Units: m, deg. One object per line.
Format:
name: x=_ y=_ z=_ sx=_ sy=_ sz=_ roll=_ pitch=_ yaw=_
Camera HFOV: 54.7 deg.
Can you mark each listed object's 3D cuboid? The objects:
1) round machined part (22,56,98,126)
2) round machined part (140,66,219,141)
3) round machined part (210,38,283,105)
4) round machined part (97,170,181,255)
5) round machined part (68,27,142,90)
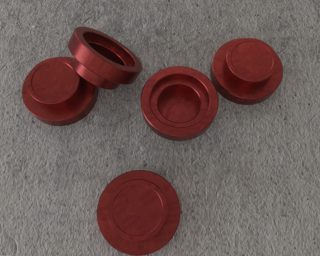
round machined part: x=-0.137 y=-0.055 z=0.418 sx=0.099 sy=0.042 sz=0.098 roll=0 pitch=70 yaw=0
round machined part: x=0.025 y=-0.029 z=0.410 sx=0.099 sy=0.042 sz=0.098 roll=0 pitch=70 yaw=0
round machined part: x=0.122 y=-0.085 z=0.431 sx=0.099 sy=0.042 sz=0.098 roll=0 pitch=70 yaw=0
round machined part: x=-0.025 y=0.097 z=0.363 sx=0.099 sy=0.042 sz=0.098 roll=0 pitch=70 yaw=0
round machined part: x=-0.076 y=-0.088 z=0.412 sx=0.098 sy=0.099 sz=0.042 roll=43 pitch=116 yaw=14
